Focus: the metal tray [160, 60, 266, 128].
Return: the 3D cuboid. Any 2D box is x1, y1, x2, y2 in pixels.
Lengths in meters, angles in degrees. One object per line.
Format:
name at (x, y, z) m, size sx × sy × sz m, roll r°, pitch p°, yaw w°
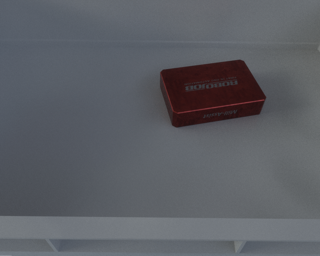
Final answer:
metal tray at (0.072, -0.053, 0.447) m, size 0.131 × 0.030 × 0.090 m, roll -9°, pitch 51°, yaw -8°
